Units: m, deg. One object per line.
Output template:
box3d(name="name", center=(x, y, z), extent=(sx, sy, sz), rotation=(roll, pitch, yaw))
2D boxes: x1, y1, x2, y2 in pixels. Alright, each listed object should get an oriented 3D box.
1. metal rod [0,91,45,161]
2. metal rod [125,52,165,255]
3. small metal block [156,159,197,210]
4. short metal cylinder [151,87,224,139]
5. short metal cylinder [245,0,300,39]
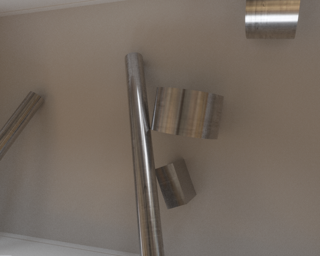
box3d(name="metal rod", center=(-0.260, 0.074, 0.430), extent=(0.025, 0.025, 0.300), rotation=(23, 71, 18))
box3d(name="metal rod", center=(-0.019, 0.038, 0.359), extent=(0.025, 0.025, 0.299), rotation=(-16, 63, 19))
box3d(name="small metal block", center=(0.020, 0.069, 0.389), extent=(0.025, 0.050, 0.050), rotation=(-21, 83, 18))
box3d(name="short metal cylinder", center=(0.032, -0.018, 0.369), extent=(0.080, 0.080, 0.050), rotation=(9, 93, 19))
box3d(name="short metal cylinder", center=(0.124, -0.138, 0.338), extent=(0.050, 0.080, 0.079), rotation=(6, 92, 19))
